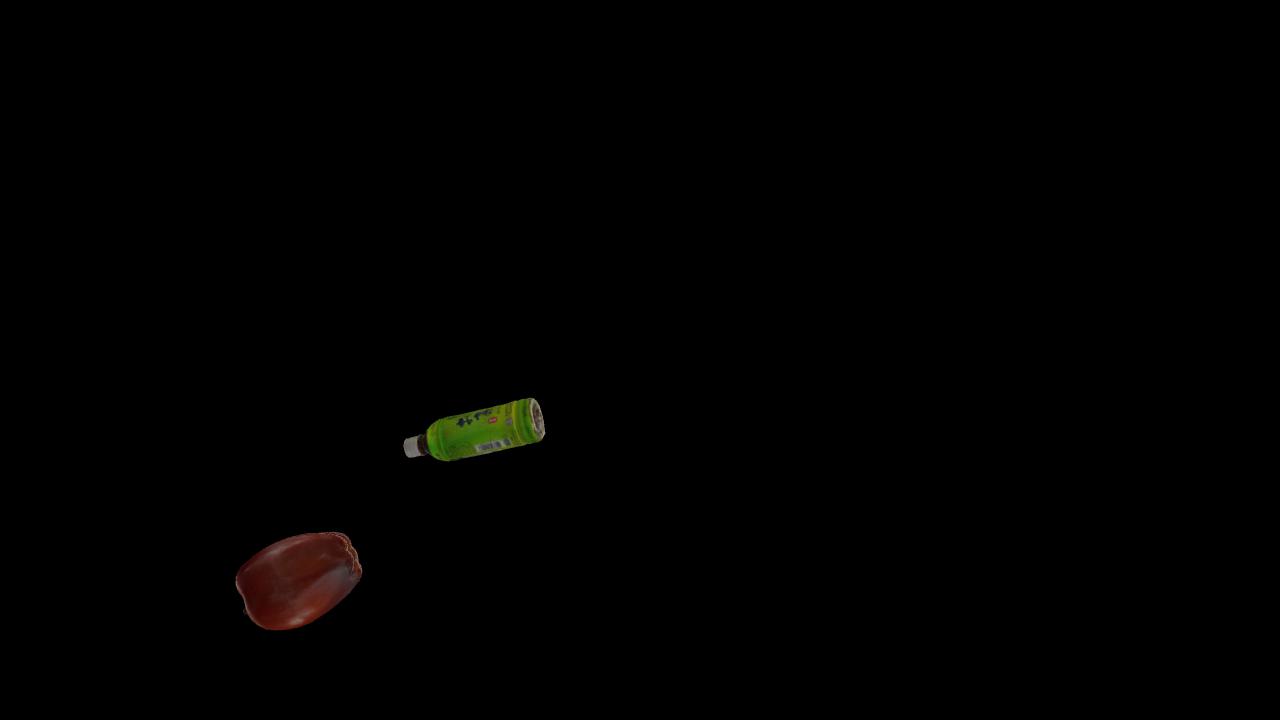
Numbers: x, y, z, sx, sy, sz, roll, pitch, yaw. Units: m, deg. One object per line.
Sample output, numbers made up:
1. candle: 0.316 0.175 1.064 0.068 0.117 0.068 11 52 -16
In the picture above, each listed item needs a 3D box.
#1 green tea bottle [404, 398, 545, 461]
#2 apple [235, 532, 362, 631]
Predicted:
1. green tea bottle: -0.256 0.113 0.941 0.212 0.073 0.073 -14 -1 3
2. apple: -0.290 0.187 0.524 0.093 0.079 0.079 -26 9 -20
